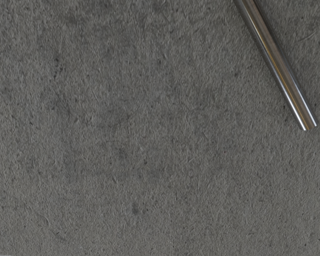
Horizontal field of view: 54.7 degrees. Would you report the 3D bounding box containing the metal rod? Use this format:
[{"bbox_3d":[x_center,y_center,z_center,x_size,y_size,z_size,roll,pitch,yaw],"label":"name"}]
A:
[{"bbox_3d":[0.116,-0.122,0.365,0.025,0.025,0.299,-31,107,11],"label":"metal rod"}]
